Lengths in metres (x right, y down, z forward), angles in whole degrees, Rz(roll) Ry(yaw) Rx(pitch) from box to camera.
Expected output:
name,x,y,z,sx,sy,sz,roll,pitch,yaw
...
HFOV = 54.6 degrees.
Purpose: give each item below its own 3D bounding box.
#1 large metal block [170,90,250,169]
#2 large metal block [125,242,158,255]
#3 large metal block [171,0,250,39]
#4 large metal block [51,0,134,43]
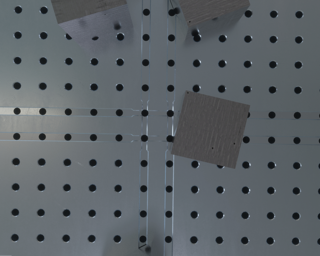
name,x,y,z,sx,sy,sz,roll,pitch,yaw
large metal block,0.062,0.002,0.401,0.080,0.050,0.080,13,90,0
large metal block,-0.036,0.197,0.386,0.080,0.080,0.050,-26,90,0
large metal block,0.058,-0.173,0.401,0.080,0.050,0.080,-21,90,0
large metal block,-0.082,-0.151,0.385,0.080,0.080,0.050,-17,90,0
